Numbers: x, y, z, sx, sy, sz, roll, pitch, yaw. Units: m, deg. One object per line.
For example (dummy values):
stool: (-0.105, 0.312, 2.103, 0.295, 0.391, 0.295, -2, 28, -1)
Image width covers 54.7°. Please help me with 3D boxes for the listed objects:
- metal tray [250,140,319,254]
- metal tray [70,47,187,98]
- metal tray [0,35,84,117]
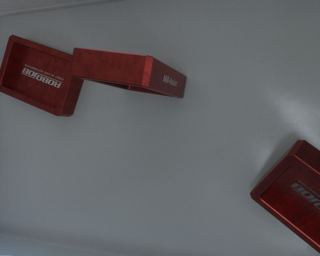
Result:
metal tray: (0.171, 0.083, 0.320, 0.130, 0.030, 0.089, 39, 140, 16)
metal tray: (-0.030, -0.061, 0.365, 0.090, 0.130, 0.030, 11, 94, 20)
metal tray: (-0.181, -0.080, 0.471, 0.130, 0.030, 0.089, 21, 97, 18)
